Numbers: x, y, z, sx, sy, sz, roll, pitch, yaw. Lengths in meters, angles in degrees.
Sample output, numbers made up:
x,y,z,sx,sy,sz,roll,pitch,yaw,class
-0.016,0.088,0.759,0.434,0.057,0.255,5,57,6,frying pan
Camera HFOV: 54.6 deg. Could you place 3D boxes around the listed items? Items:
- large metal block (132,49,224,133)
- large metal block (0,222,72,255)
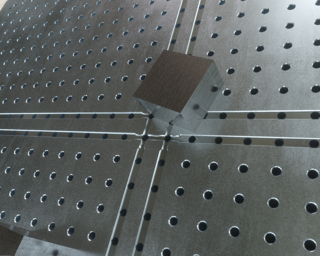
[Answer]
x,y,z,sx,sy,sz,roll,pitch,yaw,class
0.025,-0.051,0.411,0.080,0.050,0.080,22,74,36,large metal block
-0.169,0.151,0.371,0.080,0.080,0.050,7,65,31,large metal block
